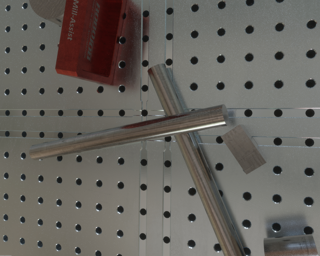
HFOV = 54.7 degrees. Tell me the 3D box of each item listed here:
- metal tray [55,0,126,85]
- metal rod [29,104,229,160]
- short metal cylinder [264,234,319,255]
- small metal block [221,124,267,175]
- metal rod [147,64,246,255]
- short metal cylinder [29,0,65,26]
[{"bbox_3d":[-0.087,-0.128,0.407,0.030,0.090,0.129,12,94,19],"label":"metal tray"},{"bbox_3d":[-0.059,0.011,0.414,0.300,0.025,0.025,-11,86,25],"label":"metal rod"},{"bbox_3d":[0.146,0.158,0.332,0.050,0.080,0.080,-13,86,19],"label":"short metal cylinder"},{"bbox_3d":[0.100,0.023,0.364,0.025,0.050,0.050,-36,79,16],"label":"small metal block"},{"bbox_3d":[0.051,0.057,0.393,0.025,0.025,0.299,-25,82,18],"label":"metal rod"},{"bbox_3d":[-0.139,-0.189,0.447,0.080,0.050,0.079,0,90,19],"label":"short metal cylinder"}]
